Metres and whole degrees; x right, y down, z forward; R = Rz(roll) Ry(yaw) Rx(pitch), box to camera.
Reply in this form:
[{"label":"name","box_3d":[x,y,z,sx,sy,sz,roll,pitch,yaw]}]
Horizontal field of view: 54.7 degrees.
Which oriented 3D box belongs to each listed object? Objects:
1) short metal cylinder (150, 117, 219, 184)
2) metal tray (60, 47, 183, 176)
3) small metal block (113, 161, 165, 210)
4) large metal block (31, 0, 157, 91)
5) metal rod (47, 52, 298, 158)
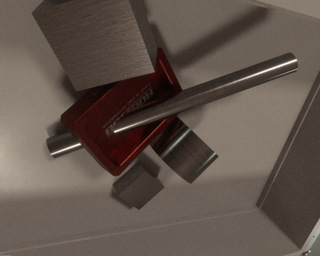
[{"label":"short metal cylinder","box_3d":[0.031,0.027,0.408,0.050,0.080,0.080,-46,130,4]},{"label":"metal tray","box_3d":[-0.034,-0.021,0.352,0.130,0.030,0.090,-46,131,-17]},{"label":"small metal block","box_3d":[-0.030,0.083,0.445,0.050,0.025,0.050,-42,130,0]},{"label":"large metal block","box_3d":[-0.054,-0.089,0.288,0.080,0.050,0.080,-12,129,12]},{"label":"metal rod","box_3d":[0.017,-0.028,0.364,0.302,0.025,0.025,-20,127,-3]}]
